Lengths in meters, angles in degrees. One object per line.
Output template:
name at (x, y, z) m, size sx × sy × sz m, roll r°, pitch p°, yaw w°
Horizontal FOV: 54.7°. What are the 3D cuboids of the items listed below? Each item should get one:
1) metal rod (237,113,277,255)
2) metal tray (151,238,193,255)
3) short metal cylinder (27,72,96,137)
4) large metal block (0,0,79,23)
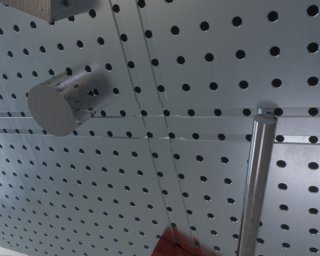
metal rod at (0.123, 0.118, 0.418) m, size 0.025 × 0.025 × 0.298 m, roll 11°, pitch 123°, yaw 22°
metal tray at (0.040, 0.260, 0.547) m, size 0.130 × 0.030 × 0.089 m, roll 28°, pitch 128°, yaw 10°
short metal cylinder at (-0.141, -0.034, 0.448) m, size 0.080 × 0.050 × 0.079 m, roll 13°, pitch 124°, yaw 21°
large metal block at (-0.142, -0.179, 0.359) m, size 0.080 × 0.050 × 0.079 m, roll 25°, pitch 127°, yaw 13°
